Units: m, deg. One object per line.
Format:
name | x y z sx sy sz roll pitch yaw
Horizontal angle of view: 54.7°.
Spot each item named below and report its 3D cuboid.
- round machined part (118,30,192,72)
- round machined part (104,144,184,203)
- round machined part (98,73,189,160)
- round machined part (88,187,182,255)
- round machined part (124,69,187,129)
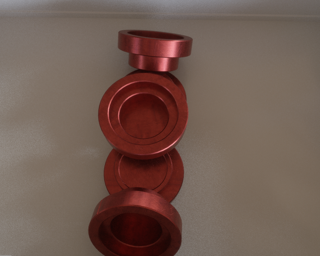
round machined part | -0.008 -0.104 0.417 0.099 0.098 0.042 7 113 2
round machined part | -0.020 0.053 0.379 0.099 0.042 0.098 0 70 -1
round machined part | -0.018 -0.011 0.357 0.099 0.042 0.098 0 70 -1
round machined part | -0.025 0.104 0.341 0.099 0.097 0.042 6 33 2
round machined part | -0.014 -0.039 0.413 0.099 0.042 0.098 0 70 -1
